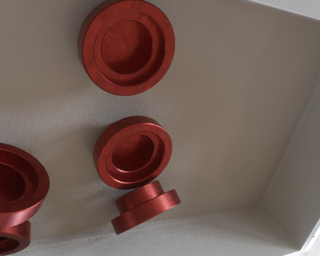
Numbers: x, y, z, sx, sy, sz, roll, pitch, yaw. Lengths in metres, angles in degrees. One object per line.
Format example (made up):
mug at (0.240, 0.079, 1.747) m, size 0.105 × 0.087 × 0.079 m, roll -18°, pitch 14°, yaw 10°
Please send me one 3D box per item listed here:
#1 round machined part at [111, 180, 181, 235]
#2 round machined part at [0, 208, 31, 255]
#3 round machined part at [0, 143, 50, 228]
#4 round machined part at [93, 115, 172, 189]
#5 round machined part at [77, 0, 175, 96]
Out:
round machined part at (-0.024, 0.107, 0.432) m, size 0.099 × 0.042 × 0.098 m, roll -25°, pitch 167°, yaw -6°
round machined part at (-0.196, 0.111, 0.343) m, size 0.099 × 0.042 × 0.098 m, roll -9°, pitch 147°, yaw -6°
round machined part at (-0.167, 0.061, 0.309) m, size 0.099 × 0.098 × 0.042 m, roll 15°, pitch 119°, yaw -35°
round machined part at (-0.038, 0.027, 0.395) m, size 0.099 × 0.042 × 0.097 m, roll -14°, pitch 124°, yaw -21°
round machined part at (-0.037, -0.087, 0.325) m, size 0.099 × 0.042 × 0.097 m, roll -14°, pitch 125°, yaw -21°
